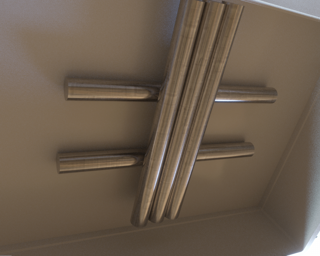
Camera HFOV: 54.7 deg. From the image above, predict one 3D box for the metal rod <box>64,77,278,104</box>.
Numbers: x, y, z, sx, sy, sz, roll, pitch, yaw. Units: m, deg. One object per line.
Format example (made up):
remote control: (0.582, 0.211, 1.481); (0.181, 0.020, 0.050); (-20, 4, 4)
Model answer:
metal rod: (0.034, -0.045, 0.398); (0.303, 0.025, 0.025); (-2, 119, -28)

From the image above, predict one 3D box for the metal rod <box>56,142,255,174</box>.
metal rod: (0.013, 0.039, 0.438); (0.303, 0.025, 0.025); (-2, 119, -28)

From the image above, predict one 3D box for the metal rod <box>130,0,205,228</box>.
metal rod: (0.002, 0.001, 0.375); (0.025, 0.025, 0.298); (-1, 119, -28)

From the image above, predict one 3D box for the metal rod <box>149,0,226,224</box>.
metal rod: (0.025, -0.001, 0.386); (0.025, 0.025, 0.298); (-1, 119, -28)

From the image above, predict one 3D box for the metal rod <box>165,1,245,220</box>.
metal rod: (0.047, -0.003, 0.397); (0.025, 0.025, 0.298); (-1, 119, -28)
